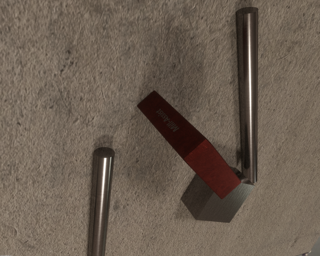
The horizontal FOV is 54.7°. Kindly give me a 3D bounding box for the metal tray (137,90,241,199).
[{"bbox_3d":[0.031,0.016,0.368,0.030,0.130,0.090,-43,130,1],"label":"metal tray"}]

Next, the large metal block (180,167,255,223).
[{"bbox_3d":[0.095,0.106,0.511,0.081,0.050,0.080,17,109,-35],"label":"large metal block"}]

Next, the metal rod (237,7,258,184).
[{"bbox_3d":[0.134,-0.026,0.466,0.025,0.025,0.298,-24,128,-14],"label":"metal rod"}]

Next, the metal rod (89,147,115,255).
[{"bbox_3d":[-0.091,0.161,0.457,0.025,0.025,0.298,-5,121,-26],"label":"metal rod"}]
